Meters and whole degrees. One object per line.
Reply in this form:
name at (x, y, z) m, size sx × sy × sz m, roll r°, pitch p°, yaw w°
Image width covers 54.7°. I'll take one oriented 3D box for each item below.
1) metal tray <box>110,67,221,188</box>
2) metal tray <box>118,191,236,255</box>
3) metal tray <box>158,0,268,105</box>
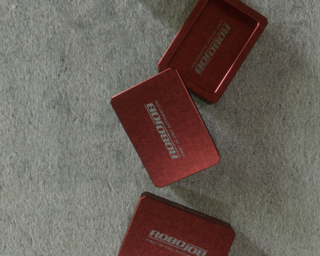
metal tray at (0.008, 0.000, 0.391) m, size 0.090 × 0.030 × 0.129 m, roll -26°, pitch 98°, yaw 11°
metal tray at (0.021, 0.150, 0.408) m, size 0.131 × 0.030 × 0.090 m, roll 21°, pitch 90°, yaw -1°
metal tray at (0.067, -0.107, 0.408) m, size 0.090 × 0.030 × 0.130 m, roll 32°, pitch 90°, yaw -1°
